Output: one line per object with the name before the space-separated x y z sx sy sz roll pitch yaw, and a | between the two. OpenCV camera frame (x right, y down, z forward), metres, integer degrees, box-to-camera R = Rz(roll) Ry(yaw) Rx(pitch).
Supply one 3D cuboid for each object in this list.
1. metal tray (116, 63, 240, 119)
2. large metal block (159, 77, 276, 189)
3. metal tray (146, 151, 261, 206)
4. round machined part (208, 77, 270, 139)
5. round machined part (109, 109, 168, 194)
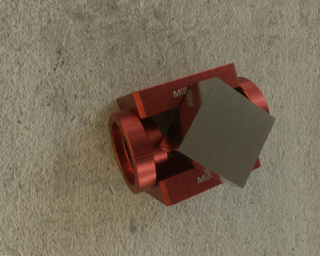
metal tray | 0.020 -0.044 0.385 0.131 0.090 0.030 -19 97 -19
large metal block | 0.059 0.005 0.322 0.080 0.050 0.080 31 80 -18
metal tray | 0.047 0.051 0.393 0.131 0.090 0.030 -19 97 -19
round machined part | 0.095 -0.015 0.407 0.042 0.098 0.097 -17 96 -20
round machined part | -0.024 0.024 0.363 0.042 0.098 0.097 -17 96 -20
